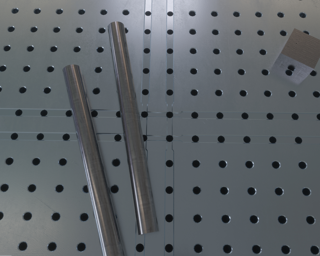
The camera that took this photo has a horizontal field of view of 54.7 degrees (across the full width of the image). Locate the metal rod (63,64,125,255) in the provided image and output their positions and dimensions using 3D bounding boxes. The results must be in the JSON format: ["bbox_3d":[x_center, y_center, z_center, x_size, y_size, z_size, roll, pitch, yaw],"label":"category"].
[{"bbox_3d":[-0.083,0.052,0.392,0.025,0.025,0.299,-15,71,-6],"label":"metal rod"}]

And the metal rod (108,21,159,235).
[{"bbox_3d":[-0.040,-0.014,0.416,0.025,0.025,0.299,-10,70,-4],"label":"metal rod"}]

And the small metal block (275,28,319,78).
[{"bbox_3d":[0.206,-0.110,0.454,0.050,0.025,0.050,30,73,10],"label":"small metal block"}]
